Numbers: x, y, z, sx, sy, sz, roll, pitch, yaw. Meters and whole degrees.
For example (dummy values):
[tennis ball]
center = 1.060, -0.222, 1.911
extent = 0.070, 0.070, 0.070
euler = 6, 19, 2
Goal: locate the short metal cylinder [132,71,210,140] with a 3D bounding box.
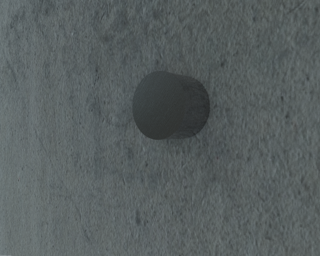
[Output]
[short metal cylinder]
center = 0.013, -0.026, 0.376
extent = 0.080, 0.050, 0.079
euler = 0, 90, 39
